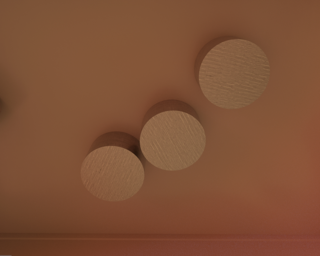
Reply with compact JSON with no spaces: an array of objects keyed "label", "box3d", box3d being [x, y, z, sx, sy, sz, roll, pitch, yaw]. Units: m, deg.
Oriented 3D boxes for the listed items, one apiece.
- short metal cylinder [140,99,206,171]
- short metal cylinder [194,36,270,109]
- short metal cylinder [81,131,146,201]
[{"label":"short metal cylinder","box3d":[0.016,0.008,0.401,0.081,0.050,0.079,0,110,-1]},{"label":"short metal cylinder","box3d":[0.084,-0.068,0.374,0.081,0.050,0.079,0,110,-1]},{"label":"short metal cylinder","box3d":[-0.060,0.050,0.416,0.081,0.050,0.079,0,110,-1]}]
